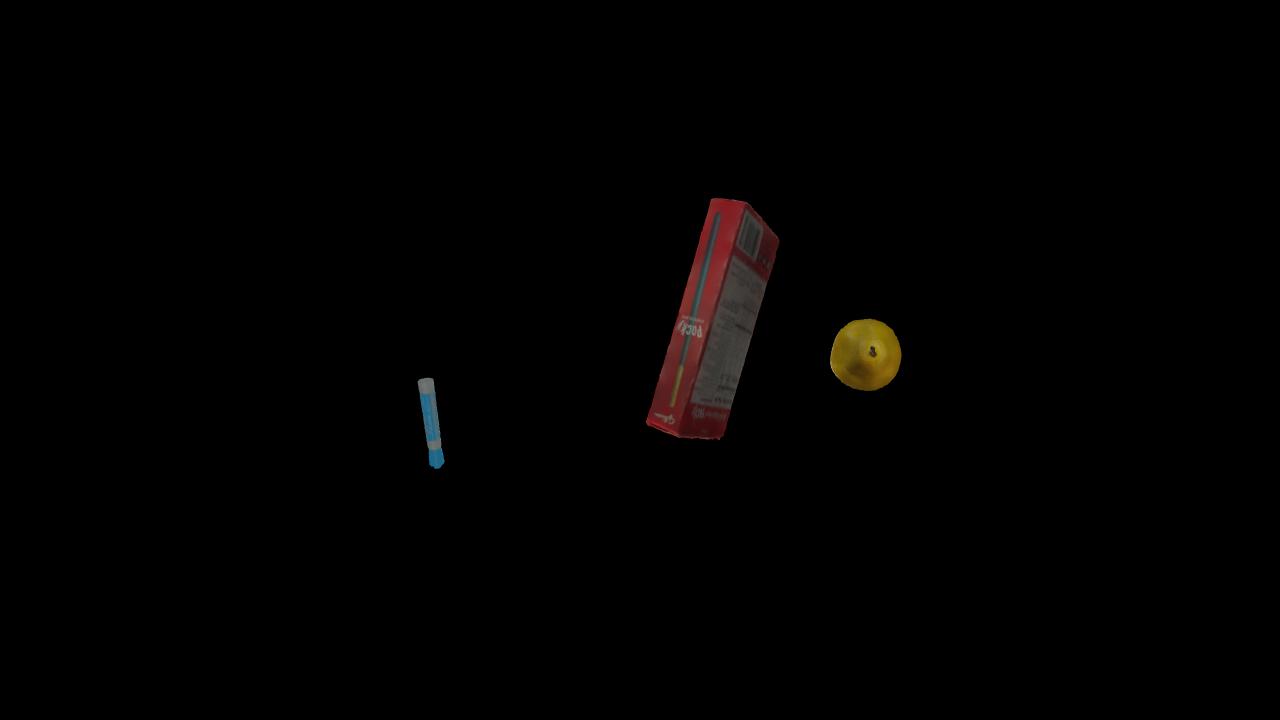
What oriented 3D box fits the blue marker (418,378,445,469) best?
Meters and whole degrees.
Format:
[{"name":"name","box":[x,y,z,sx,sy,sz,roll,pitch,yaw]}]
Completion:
[{"name":"blue marker","box":[-0.263,0.082,0.777,0.020,0.121,0.020,-1,19,0]}]

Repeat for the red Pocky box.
[{"name":"red Pocky box","box":[0.052,-0.024,0.421,0.028,0.155,0.083,16,0,28]}]

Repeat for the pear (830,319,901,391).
[{"name":"pear","box":[0.247,-0.002,0.663,0.080,0.080,0.111,0,10,12]}]
